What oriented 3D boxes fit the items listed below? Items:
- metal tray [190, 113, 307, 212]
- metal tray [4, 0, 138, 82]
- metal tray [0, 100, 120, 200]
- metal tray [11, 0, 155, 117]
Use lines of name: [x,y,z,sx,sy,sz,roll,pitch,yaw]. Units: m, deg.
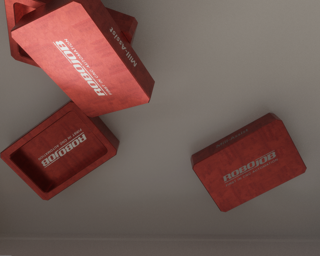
metal tray: [0.120,0.049,0.428,0.130,0.030,0.090,-30,108,10]
metal tray: [-0.099,-0.099,0.348,0.131,0.030,0.089,17,141,-7]
metal tray: [-0.133,0.029,0.417,0.130,0.030,0.090,-34,107,11]
metal tray: [-0.075,-0.071,0.329,0.090,0.030,0.130,-12,135,27]
